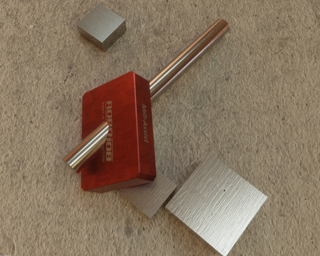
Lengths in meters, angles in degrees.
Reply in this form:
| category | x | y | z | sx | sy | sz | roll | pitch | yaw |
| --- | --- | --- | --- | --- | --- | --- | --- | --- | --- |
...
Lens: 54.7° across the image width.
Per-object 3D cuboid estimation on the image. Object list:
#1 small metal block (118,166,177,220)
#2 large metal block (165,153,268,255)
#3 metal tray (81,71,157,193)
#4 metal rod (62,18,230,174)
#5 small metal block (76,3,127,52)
| category | x | y | z | sx | sy | sz | roll | pitch | yaw |
| --- | --- | --- | --- | --- | --- | --- | --- | --- | --- |
| small metal block | -0.015 | 0.076 | 0.380 | 0.050 | 0.025 | 0.050 | 37 | 74 | 12 |
| large metal block | 0.062 | 0.089 | 0.363 | 0.080 | 0.050 | 0.080 | 38 | 74 | 12 |
| metal tray | -0.053 | 0.006 | 0.375 | 0.090 | 0.030 | 0.130 | -19 | 65 | 31 |
| metal rod | -0.004 | -0.055 | 0.409 | 0.025 | 0.025 | 0.301 | 40 | 67 | 13 |
| small metal block | -0.086 | -0.150 | 0.462 | 0.050 | 0.025 | 0.050 | 36 | 74 | 12 |
